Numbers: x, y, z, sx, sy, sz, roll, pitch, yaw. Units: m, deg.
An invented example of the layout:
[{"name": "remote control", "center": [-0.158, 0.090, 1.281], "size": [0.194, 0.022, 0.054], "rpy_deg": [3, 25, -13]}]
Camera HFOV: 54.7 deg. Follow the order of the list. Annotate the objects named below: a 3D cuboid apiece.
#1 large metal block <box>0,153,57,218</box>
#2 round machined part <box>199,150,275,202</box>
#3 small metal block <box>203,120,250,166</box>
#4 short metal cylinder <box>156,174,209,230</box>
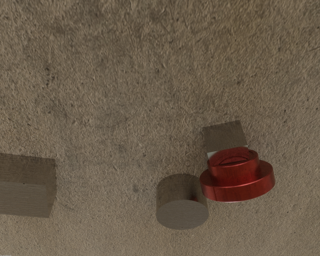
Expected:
[{"name": "large metal block", "center": [-0.203, 0.087, 0.462], "size": [0.081, 0.050, 0.079], "rpy_deg": [7, 130, -7]}, {"name": "round machined part", "center": [0.101, 0.059, 0.420], "size": [0.098, 0.098, 0.042], "rpy_deg": [-12, 100, 9]}, {"name": "small metal block", "center": [0.086, 0.019, 0.408], "size": [0.050, 0.050, 0.025], "rpy_deg": [-12, 129, 9]}, {"name": "short metal cylinder", "center": [0.034, 0.118, 0.492], "size": [0.081, 0.050, 0.079], "rpy_deg": [0, 130, 0]}]
